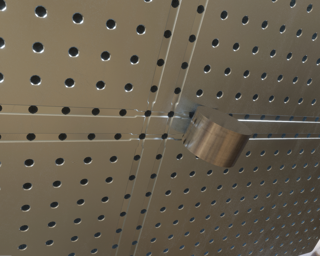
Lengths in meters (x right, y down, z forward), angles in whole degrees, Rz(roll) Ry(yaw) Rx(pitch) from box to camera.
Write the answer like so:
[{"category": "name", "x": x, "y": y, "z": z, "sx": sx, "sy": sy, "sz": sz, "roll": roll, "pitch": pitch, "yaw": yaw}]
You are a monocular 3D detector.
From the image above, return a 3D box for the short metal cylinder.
[{"category": "short metal cylinder", "x": 0.077, "y": 0.010, "z": 0.423, "sx": 0.081, "sy": 0.080, "sz": 0.050, "roll": 11, "pitch": 113, "yaw": -33}]
